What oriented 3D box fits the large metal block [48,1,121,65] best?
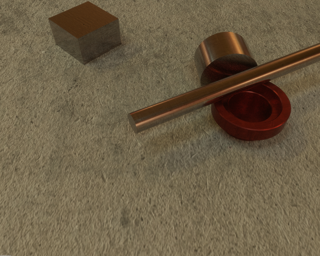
[{"bbox_3d":[-0.124,-0.162,0.521,0.080,0.050,0.080,37,59,26],"label":"large metal block"}]

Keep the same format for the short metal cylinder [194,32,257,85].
[{"bbox_3d":[0.093,-0.089,0.444,0.081,0.080,0.050,-4,50,-4],"label":"short metal cylinder"}]

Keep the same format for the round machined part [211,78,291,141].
[{"bbox_3d":[0.117,-0.021,0.412,0.099,0.042,0.098,0,50,0],"label":"round machined part"}]

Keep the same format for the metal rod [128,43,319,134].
[{"bbox_3d":[0.102,-0.058,0.398,0.302,0.025,0.025,-22,54,-18],"label":"metal rod"}]
